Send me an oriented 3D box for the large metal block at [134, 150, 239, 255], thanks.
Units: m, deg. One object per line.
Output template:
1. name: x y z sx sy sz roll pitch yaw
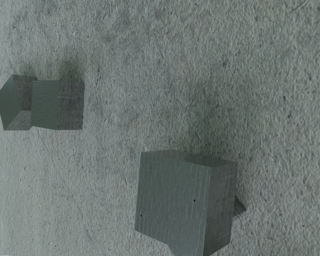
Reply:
1. large metal block: 0.025 0.068 0.303 0.080 0.050 0.079 8 95 39

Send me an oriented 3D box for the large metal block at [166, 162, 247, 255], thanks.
1. large metal block: 0.036 0.091 0.359 0.080 0.050 0.080 52 120 27

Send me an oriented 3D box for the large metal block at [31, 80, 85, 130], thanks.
1. large metal block: -0.178 -0.040 0.536 0.080 0.050 0.079 7 94 40

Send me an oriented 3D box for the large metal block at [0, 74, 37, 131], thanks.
1. large metal block: -0.279 -0.049 0.619 0.080 0.050 0.080 -35 69 34
